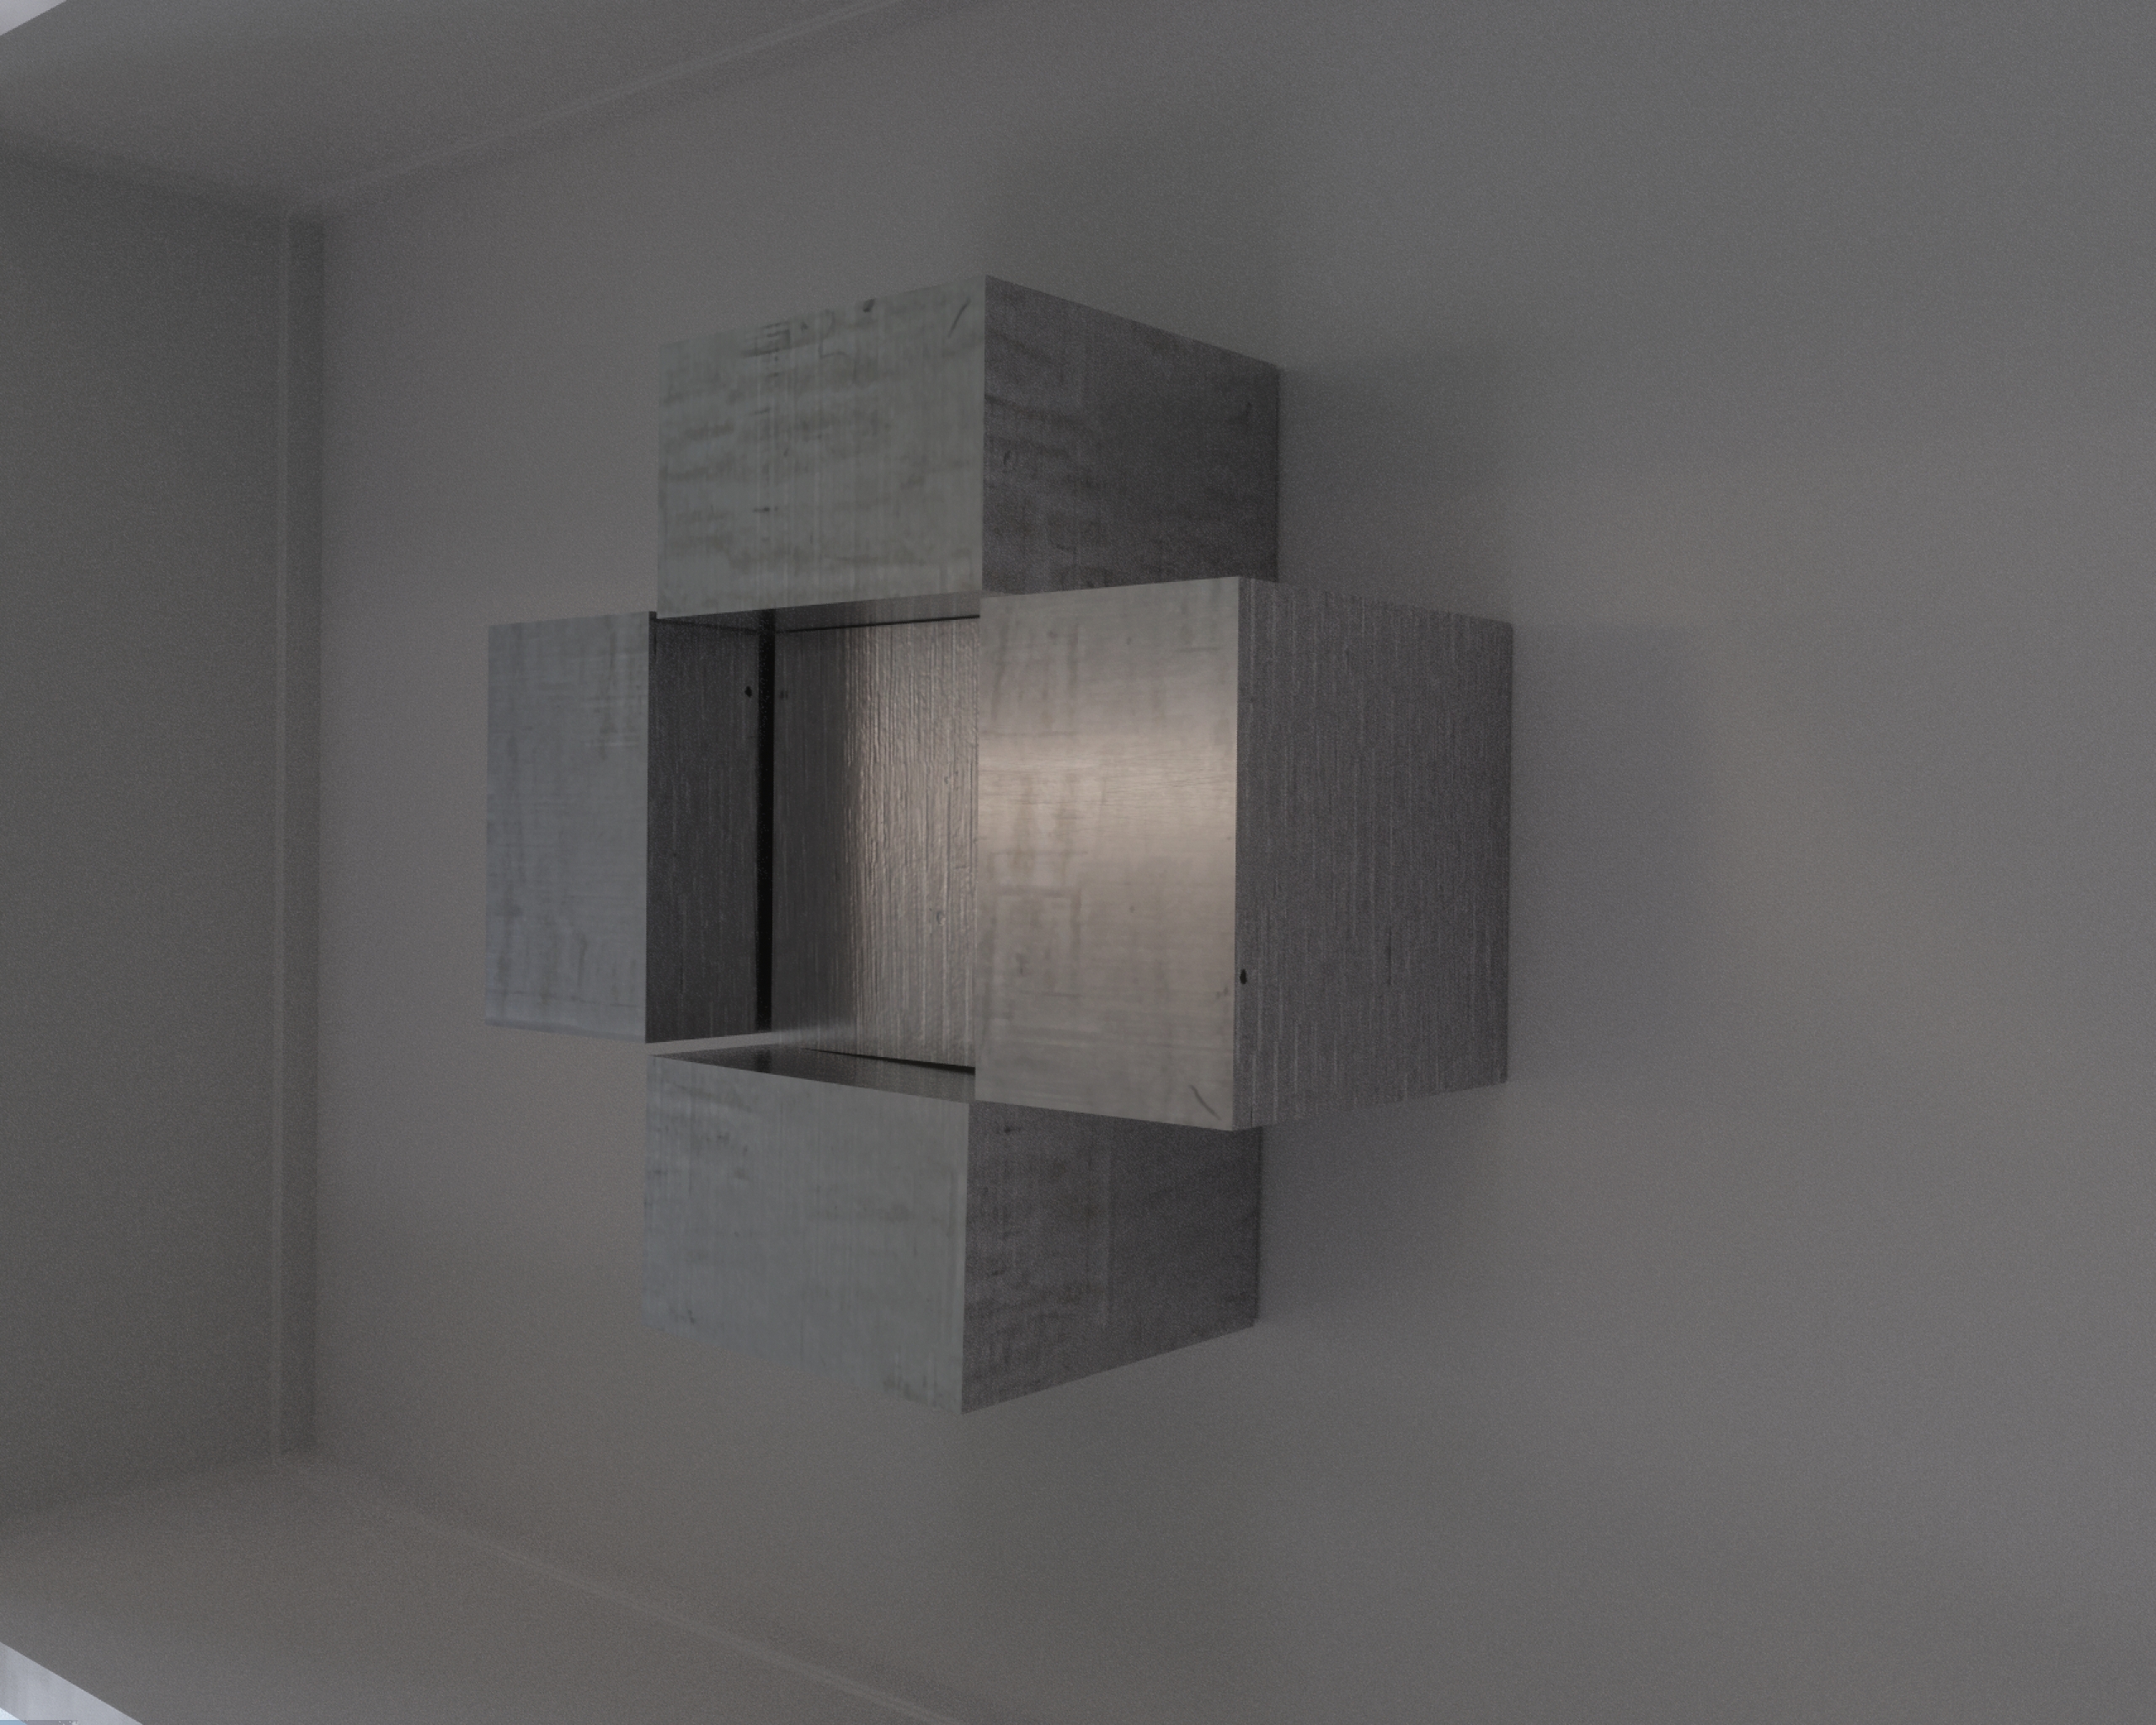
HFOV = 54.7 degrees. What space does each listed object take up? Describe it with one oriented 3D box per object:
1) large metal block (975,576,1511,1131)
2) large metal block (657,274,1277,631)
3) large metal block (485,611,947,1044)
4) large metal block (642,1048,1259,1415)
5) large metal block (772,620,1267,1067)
[{"bbox_3d":[0.029,-0.002,0.346,0.050,0.081,0.080,1,91,40],"label":"large metal block"},{"bbox_3d":[-0.020,-0.069,0.385,0.080,0.081,0.050,1,91,40],"label":"large metal block"},{"bbox_3d":[-0.072,-0.007,0.430,0.050,0.081,0.080,1,91,40],"label":"large metal block"},{"bbox_3d":[-0.023,0.061,0.388,0.080,0.081,0.050,3,92,40],"label":"large metal block"},{"bbox_3d":[-0.012,-0.004,0.397,0.080,0.050,0.080,1,91,40],"label":"large metal block"}]
